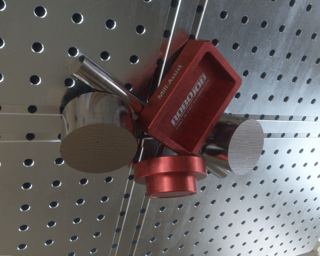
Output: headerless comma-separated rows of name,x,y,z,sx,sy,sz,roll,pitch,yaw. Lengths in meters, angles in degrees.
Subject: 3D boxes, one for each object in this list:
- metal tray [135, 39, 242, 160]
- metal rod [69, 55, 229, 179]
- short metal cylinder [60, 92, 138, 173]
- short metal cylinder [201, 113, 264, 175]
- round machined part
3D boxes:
metal tray,0.040,-0.033,0.390,0.090,0.030,0.130,37,84,-39
metal rod,0.008,0.003,0.417,0.025,0.025,0.301,-49,129,6
short metal cylinder,-0.068,0.006,0.346,0.081,0.050,0.080,-8,136,-7
short metal cylinder,0.106,0.022,0.451,0.081,0.050,0.079,-11,108,-37
round machined part,0.015,0.069,0.416,0.099,0.042,0.098,-4,161,-1
